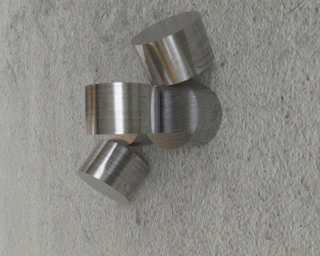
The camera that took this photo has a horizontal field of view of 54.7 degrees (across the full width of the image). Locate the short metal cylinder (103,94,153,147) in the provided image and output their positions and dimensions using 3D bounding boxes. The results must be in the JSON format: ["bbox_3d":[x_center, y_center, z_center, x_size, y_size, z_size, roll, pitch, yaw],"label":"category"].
[{"bbox_3d":[-0.037,-0.015,0.417,0.080,0.050,0.079,0,90,39],"label":"short metal cylinder"}]

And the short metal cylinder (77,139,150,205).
[{"bbox_3d":[-0.061,0.059,0.410,0.080,0.080,0.050,10,57,39],"label":"short metal cylinder"}]

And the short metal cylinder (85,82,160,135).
[{"bbox_3d":[-0.040,-0.018,0.337,0.080,0.081,0.050,-2,89,39],"label":"short metal cylinder"}]

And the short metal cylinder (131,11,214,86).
[{"bbox_3d":[0.015,-0.090,0.348,0.080,0.080,0.050,1,129,39],"label":"short metal cylinder"}]

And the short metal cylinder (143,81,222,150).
[{"bbox_3d":[0.026,-0.016,0.367,0.080,0.050,0.079,0,90,39],"label":"short metal cylinder"}]
